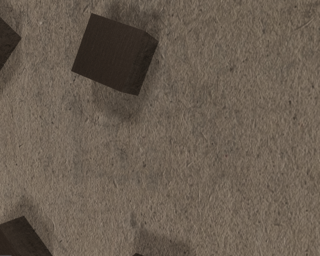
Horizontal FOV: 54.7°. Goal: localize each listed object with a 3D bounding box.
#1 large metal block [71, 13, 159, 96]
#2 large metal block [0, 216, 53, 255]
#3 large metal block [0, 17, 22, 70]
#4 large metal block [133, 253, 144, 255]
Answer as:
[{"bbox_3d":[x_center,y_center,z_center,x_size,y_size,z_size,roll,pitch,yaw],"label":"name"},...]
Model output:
[{"bbox_3d":[-0.060,-0.097,0.416,0.080,0.050,0.080,24,98,18],"label":"large metal block"},{"bbox_3d":[-0.228,0.197,0.474,0.080,0.050,0.080,-46,76,14],"label":"large metal block"},{"bbox_3d":[-0.285,-0.142,0.494,0.080,0.050,0.080,43,103,14],"label":"large metal block"},{"bbox_3d":[-0.012,0.221,0.399,0.080,0.050,0.079,11,94,19],"label":"large metal block"}]
